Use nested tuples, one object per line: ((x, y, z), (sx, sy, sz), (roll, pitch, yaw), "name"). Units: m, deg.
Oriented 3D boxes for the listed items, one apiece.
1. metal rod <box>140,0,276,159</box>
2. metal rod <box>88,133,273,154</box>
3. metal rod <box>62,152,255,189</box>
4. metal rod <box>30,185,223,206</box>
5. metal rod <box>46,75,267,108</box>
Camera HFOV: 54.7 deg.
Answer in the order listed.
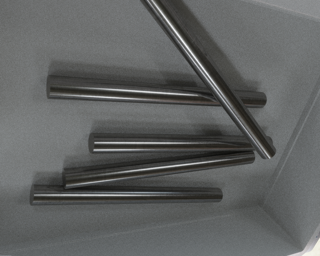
((0.072, -0.055, 0.386), (0.025, 0.025, 0.300), (-44, 121, 2), "metal rod")
((0.049, 0.022, 0.448), (0.303, 0.025, 0.025), (2, 118, -29), "metal rod")
((0.016, 0.055, 0.451), (0.303, 0.025, 0.025), (-3, 120, -27), "metal rod")
((-0.028, 0.098, 0.453), (0.302, 0.025, 0.025), (8, 115, -32), "metal rod")
((0.018, -0.042, 0.391), (0.303, 0.025, 0.025), (0, 118, -29), "metal rod")
